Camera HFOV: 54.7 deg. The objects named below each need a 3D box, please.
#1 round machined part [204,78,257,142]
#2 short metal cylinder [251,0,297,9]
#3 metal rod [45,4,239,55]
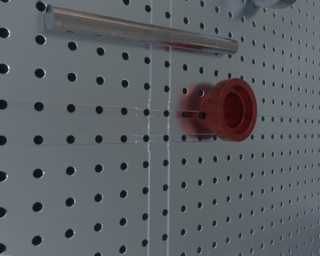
[{"bbox_3d":[0.107,-0.028,0.489,0.099,0.042,0.097,0,90,-40],"label":"round machined part"},{"bbox_3d":[0.203,-0.253,0.543,0.050,0.080,0.079,-12,98,-40],"label":"short metal cylinder"},{"bbox_3d":[0.003,-0.122,0.411,0.302,0.025,0.025,-5,93,-40],"label":"metal rod"}]
